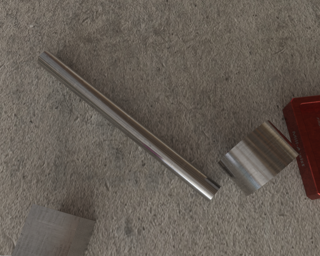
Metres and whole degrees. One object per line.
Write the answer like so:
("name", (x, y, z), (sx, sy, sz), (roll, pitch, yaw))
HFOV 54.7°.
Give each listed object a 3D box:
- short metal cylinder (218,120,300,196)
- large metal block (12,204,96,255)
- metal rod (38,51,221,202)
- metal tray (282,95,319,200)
("short metal cylinder", (0.116, 0.036, 0.367), (0.080, 0.080, 0.050), (-37, 75, -12))
("large metal block", (-0.113, 0.131, 0.330), (0.050, 0.080, 0.080), (15, 71, 5))
("metal rod", (-0.049, -0.010, 0.410), (0.300, 0.025, 0.025), (38, 74, 12))
("metal tray", (0.223, 0.021, 0.400), (0.091, 0.030, 0.129), (-7, 70, -3))
